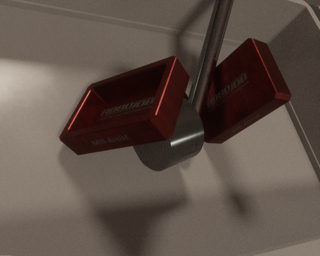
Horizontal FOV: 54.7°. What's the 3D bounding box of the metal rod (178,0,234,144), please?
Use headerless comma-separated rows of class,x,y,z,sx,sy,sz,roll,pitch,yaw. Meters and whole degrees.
metal rod,0.073,-0.117,0.430,0.025,0.025,0.299,19,81,-18

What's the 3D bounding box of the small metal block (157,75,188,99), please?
small metal block,0.015,-0.049,0.431,0.050,0.025,0.050,11,50,-61

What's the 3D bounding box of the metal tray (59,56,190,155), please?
metal tray,-0.039,-0.022,0.334,0.030,0.130,0.090,51,42,-36

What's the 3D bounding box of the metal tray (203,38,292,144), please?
metal tray,0.100,-0.045,0.420,0.030,0.129,0.090,5,60,-36

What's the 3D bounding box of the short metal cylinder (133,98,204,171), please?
short metal cylinder,0.006,0.006,0.372,0.050,0.080,0.080,-19,72,-35
